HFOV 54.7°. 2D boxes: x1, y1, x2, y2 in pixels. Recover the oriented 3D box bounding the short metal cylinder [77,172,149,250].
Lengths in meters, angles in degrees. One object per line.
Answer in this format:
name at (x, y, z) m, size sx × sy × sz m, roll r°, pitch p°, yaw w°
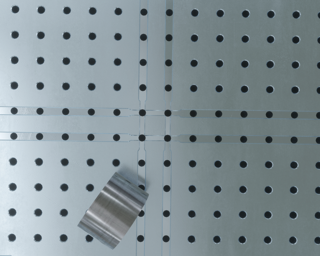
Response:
short metal cylinder at (-0.057, 0.102, 0.385) m, size 0.050 × 0.080 × 0.080 m, roll 35°, pitch 90°, yaw 0°
